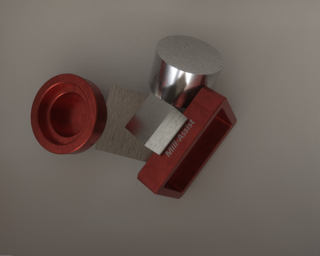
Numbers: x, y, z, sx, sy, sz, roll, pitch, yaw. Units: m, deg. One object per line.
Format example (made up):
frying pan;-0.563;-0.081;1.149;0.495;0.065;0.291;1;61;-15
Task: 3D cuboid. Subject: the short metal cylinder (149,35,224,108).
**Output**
short metal cylinder;0.030;-0.069;0.376;0.080;0.080;0.050;16;134;-1

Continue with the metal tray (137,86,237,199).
metal tray;0.038;0.023;0.377;0.030;0.090;0.130;36;89;27

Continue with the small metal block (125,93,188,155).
small metal block;-0.005;-0.006;0.346;0.025;0.050;0.050;37;90;-39

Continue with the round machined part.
round machined part;-0.109;-0.016;0.388;0.098;0.042;0.097;-2;84;22

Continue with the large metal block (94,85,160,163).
large metal block;-0.030;-0.003;0.397;0.080;0.050;0.080;15;90;-1
